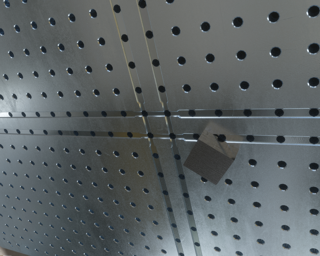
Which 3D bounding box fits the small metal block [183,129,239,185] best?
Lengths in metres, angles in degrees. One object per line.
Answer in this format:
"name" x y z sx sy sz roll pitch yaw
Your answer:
"small metal block" 0.065 0.038 0.401 0.050 0.025 0.050 31 129 8
